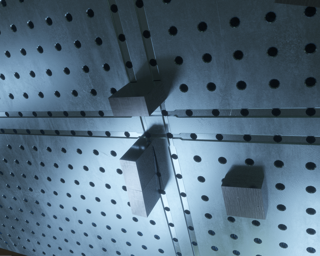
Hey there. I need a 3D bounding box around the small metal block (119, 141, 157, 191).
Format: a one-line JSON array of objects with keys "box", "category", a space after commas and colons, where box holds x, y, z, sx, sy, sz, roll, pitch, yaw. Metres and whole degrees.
[{"box": [-0.029, 0.053, 0.442, 0.025, 0.050, 0.050, 5, 121, 25], "category": "small metal block"}]

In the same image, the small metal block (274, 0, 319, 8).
[{"box": [0.130, -0.131, 0.261, 0.050, 0.025, 0.050, 15, 125, 19], "category": "small metal block"}]

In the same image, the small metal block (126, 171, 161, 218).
[{"box": [-0.023, 0.097, 0.465, 0.025, 0.050, 0.050, 6, 121, 25], "category": "small metal block"}]

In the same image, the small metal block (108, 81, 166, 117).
[{"box": [-0.027, -0.037, 0.385, 0.050, 0.050, 0.025, 1, 119, 27], "category": "small metal block"}]

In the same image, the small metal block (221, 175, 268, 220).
[{"box": [0.112, 0.090, 0.407, 0.050, 0.025, 0.050, -1, 118, 28], "category": "small metal block"}]
